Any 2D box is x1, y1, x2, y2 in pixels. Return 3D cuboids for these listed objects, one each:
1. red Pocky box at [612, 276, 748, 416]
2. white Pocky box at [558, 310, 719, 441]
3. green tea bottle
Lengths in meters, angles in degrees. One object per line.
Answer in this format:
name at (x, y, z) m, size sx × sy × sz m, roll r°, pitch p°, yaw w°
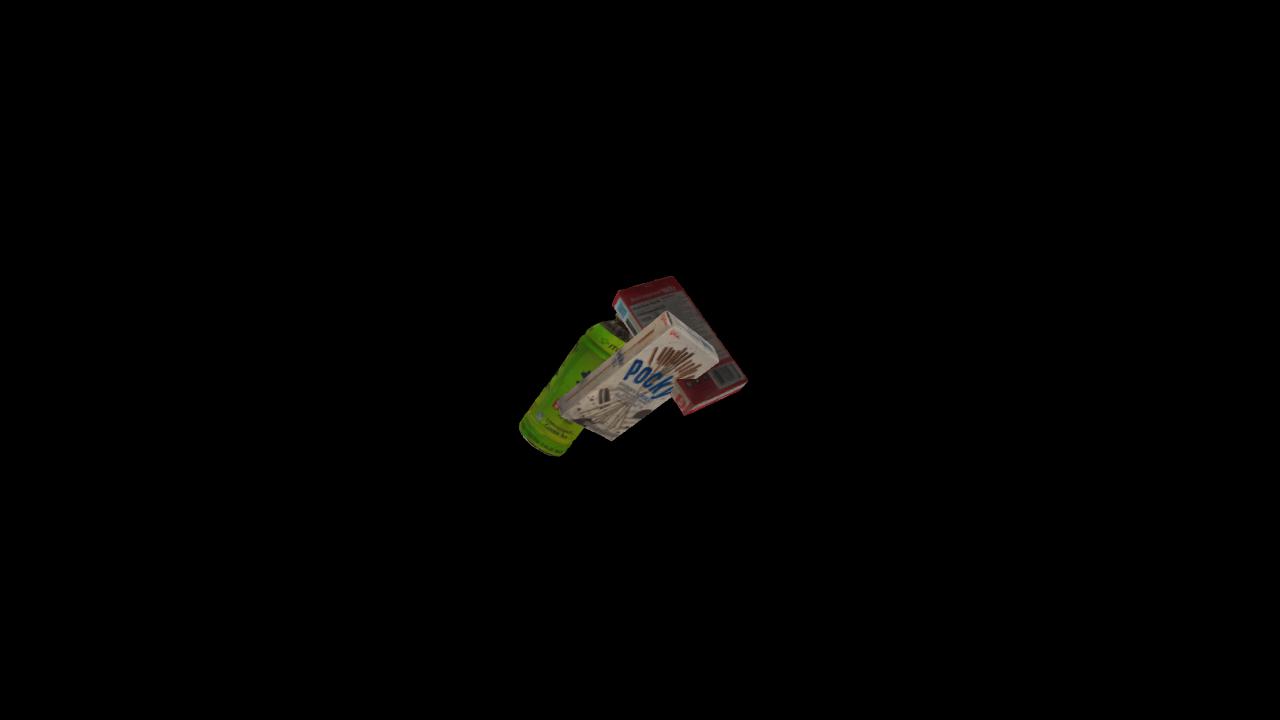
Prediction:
red Pocky box at (0.042, -0.020, 0.671) m, size 0.083 × 0.155 × 0.028 m, roll -20°, pitch -23°, yaw -31°
white Pocky box at (-0.002, 0.021, 0.633) m, size 0.154 × 0.028 × 0.084 m, roll -39°, pitch -46°, yaw 20°
green tea bottle at (-0.064, 0.019, 0.757) m, size 0.073 × 0.212 × 0.073 m, roll 36°, pitch 8°, yaw -6°
